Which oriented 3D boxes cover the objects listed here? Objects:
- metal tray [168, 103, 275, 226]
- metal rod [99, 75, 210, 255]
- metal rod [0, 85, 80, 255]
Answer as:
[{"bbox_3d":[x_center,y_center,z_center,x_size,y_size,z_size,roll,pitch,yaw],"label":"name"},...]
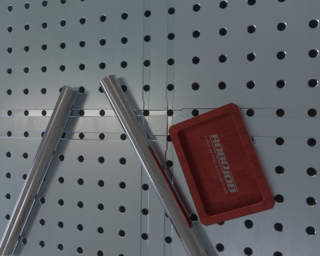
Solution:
[{"bbox_3d":[0.075,0.044,0.383,0.090,0.030,0.129,-22,83,18],"label":"metal tray"},{"bbox_3d":[-0.004,0.062,0.413,0.025,0.025,0.299,-31,80,17],"label":"metal rod"},{"bbox_3d":[-0.192,0.076,0.480,0.025,0.025,0.298,27,99,18],"label":"metal rod"}]
